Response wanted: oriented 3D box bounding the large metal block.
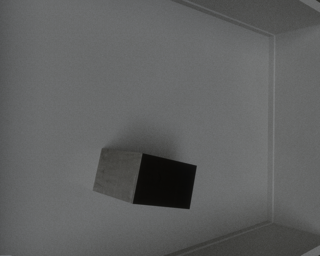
[{"bbox_3d":[-0.018,0.058,0.358,0.081,0.080,0.050,17,79,-39],"label":"large metal block"}]
